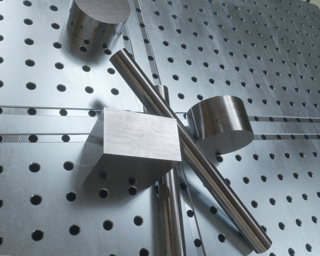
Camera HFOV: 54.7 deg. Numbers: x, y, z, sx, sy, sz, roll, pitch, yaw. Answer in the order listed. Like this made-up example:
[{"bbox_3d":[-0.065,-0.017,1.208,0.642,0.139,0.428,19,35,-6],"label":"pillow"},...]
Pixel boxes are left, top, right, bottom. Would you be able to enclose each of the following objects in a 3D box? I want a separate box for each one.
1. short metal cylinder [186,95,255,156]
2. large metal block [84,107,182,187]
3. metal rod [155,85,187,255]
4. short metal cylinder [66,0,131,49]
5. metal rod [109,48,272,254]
[{"bbox_3d":[0.079,-0.001,0.416,0.081,0.080,0.050,4,60,-26],"label":"short metal cylinder"},{"bbox_3d":[-0.033,0.025,0.340,0.081,0.080,0.050,9,58,-24],"label":"large metal block"},{"bbox_3d":[0.011,0.076,0.367,0.025,0.025,0.299,9,58,-24],"label":"metal rod"},{"bbox_3d":[-0.088,-0.161,0.443,0.081,0.050,0.080,14,56,-21],"label":"short metal cylinder"},{"bbox_3d":[0.039,0.029,0.383,0.025,0.025,0.299,-39,92,-39],"label":"metal rod"}]
